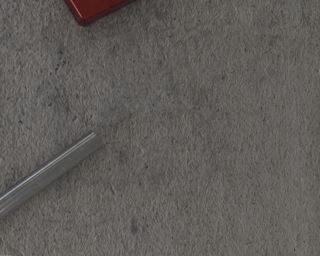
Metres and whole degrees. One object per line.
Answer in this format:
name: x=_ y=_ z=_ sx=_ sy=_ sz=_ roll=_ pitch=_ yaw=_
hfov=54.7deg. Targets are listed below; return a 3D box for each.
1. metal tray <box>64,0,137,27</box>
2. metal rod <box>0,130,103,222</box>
metal tray: x=-0.064 y=-0.196 z=0.382 sx=0.131 sy=0.030 sz=0.090 roll=-34 pitch=101 yaw=-17
metal rod: x=-0.192 y=0.100 z=0.338 sx=0.301 sy=0.025 sz=0.025 roll=-37 pitch=102 yaw=-16
